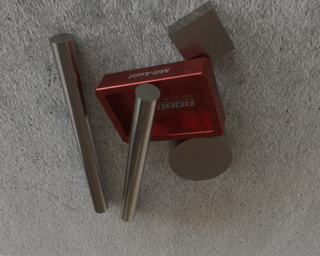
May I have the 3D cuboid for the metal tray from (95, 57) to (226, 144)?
[{"bbox_3d":[0.002,-0.027,0.361,0.130,0.030,0.090,-6,132,22],"label":"metal tray"}]

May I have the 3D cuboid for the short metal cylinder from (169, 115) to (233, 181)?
[{"bbox_3d":[0.052,0.025,0.413,0.081,0.050,0.079,0,130,0],"label":"short metal cylinder"}]

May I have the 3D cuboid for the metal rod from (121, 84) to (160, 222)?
[{"bbox_3d":[-0.034,0.057,0.421,0.025,0.025,0.298,6,141,-6],"label":"metal rod"}]

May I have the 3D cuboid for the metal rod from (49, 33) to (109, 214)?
[{"bbox_3d":[-0.101,0.019,0.422,0.025,0.025,0.298,-1,130,0],"label":"metal rod"}]

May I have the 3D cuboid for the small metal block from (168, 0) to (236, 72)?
[{"bbox_3d":[0.044,-0.095,0.326,0.050,0.025,0.050,-27,125,21],"label":"small metal block"}]
